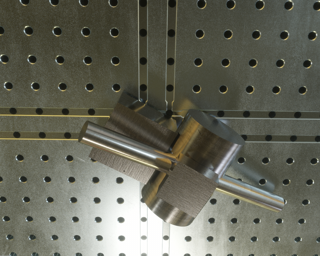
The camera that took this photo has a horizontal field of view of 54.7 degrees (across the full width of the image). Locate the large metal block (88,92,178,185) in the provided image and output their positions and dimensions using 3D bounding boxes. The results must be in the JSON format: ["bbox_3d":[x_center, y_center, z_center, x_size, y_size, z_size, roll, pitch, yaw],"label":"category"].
[{"bbox_3d":[-0.033,0.013,0.398,0.080,0.050,0.080,28,108,-10],"label":"large metal block"}]

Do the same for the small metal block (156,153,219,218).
[{"bbox_3d":[0.031,0.064,0.349,0.050,0.025,0.050,30,108,-2],"label":"small metal block"}]

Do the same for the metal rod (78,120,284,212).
[{"bbox_3d":[0.045,0.057,0.389,0.302,0.025,0.025,23,109,-25],"label":"metal rod"}]

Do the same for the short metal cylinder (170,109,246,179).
[{"bbox_3d":[0.058,0.018,0.388,0.080,0.080,0.050,26,108,-10],"label":"short metal cylinder"}]

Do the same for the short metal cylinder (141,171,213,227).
[{"bbox_3d":[0.023,0.083,0.411,0.080,0.080,0.050,28,108,-10],"label":"short metal cylinder"}]
